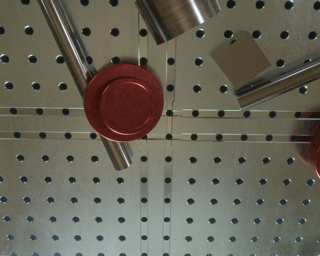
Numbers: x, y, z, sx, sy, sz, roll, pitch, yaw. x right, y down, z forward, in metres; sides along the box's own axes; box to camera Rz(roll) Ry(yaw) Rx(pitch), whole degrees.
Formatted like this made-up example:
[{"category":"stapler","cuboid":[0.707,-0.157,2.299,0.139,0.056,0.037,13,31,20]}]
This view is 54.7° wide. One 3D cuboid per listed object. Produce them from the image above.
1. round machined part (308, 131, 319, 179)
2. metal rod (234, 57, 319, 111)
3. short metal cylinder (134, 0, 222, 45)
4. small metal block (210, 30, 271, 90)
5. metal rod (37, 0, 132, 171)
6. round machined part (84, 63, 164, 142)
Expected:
[{"category":"round machined part","cuboid":[0.249,0.030,0.418,0.099,0.042,0.097,0,110,0]},{"category":"metal rod","cuboid":[0.237,-0.091,0.381,0.301,0.025,0.025,-23,109,8]},{"category":"short metal cylinder","cuboid":[0.019,-0.132,0.335,0.080,0.080,0.050,-27,108,9]},{"category":"small metal block","cuboid":[0.099,-0.084,0.383,0.050,0.025,0.050,-37,106,12]},{"category":"metal rod","cuboid":[-0.102,-0.079,0.383,0.025,0.025,0.299,-19,109,7]},{"category":"round machined part","cuboid":[-0.042,-0.030,0.378,0.099,0.042,0.097,-4,104,-17]}]
